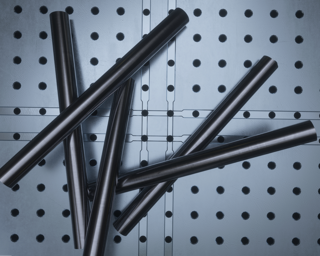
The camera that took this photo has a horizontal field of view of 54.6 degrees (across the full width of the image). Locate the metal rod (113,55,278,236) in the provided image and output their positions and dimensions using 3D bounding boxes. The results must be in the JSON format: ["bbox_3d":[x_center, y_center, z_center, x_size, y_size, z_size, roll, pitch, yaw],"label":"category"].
[{"bbox_3d":[0.047,0.023,0.413,0.025,0.025,0.300,42,90,0],"label":"metal rod"}]

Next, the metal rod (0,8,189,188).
[{"bbox_3d":[-0.073,-0.045,0.382,0.025,0.025,0.301,45,78,0],"label":"metal rod"}]

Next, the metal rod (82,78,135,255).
[{"bbox_3d":[-0.067,0.079,0.376,0.025,0.025,0.299,9,75,0],"label":"metal rod"}]

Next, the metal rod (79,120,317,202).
[{"bbox_3d":[0.033,0.046,0.383,0.301,0.025,0.025,-17,90,12],"label":"metal rod"}]

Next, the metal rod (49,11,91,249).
[{"bbox_3d":[-0.113,-0.003,0.396,0.025,0.025,0.299,-8,83,0],"label":"metal rod"}]
